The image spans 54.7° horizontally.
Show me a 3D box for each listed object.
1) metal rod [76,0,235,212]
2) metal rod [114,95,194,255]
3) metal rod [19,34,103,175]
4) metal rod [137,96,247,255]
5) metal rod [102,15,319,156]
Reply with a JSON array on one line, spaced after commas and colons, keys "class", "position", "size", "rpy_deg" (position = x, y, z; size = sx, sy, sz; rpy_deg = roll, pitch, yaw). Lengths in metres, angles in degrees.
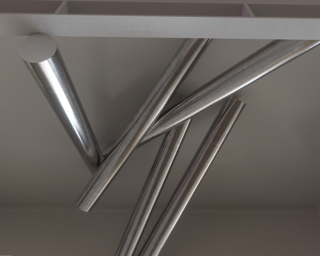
[{"class": "metal rod", "position": [-0.018, -0.011, 0.359], "size": [0.025, 0.025, 0.299], "rpy_deg": [27, 113, -21]}, {"class": "metal rod", "position": [-0.018, 0.099, 0.411], "size": [0.025, 0.025, 0.298], "rpy_deg": [19, 102, -16]}, {"class": "metal rod", "position": [-0.084, 0.012, 0.342], "size": [0.025, 0.025, 0.299], "rpy_deg": [1, 154, -1]}, {"class": "metal rod", "position": [0.027, 0.094, 0.411], "size": [0.025, 0.025, 0.298], "rpy_deg": [24, 102, -19]}, {"class": "metal rod", "position": [0.031, -0.023, 0.349], "size": [0.025, 0.025, 0.299], "rpy_deg": [37, 132, -27]}]
